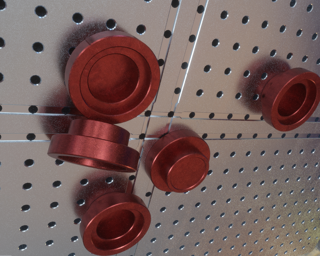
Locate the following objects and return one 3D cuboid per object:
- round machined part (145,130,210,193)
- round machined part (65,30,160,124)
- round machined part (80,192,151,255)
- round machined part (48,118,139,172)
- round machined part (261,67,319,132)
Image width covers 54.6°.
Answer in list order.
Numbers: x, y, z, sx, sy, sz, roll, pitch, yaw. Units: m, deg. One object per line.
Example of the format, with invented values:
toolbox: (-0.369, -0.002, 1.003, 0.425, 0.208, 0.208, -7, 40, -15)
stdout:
round machined part: (0.032, 0.055, 0.451, 0.099, 0.042, 0.097, -14, 124, -21)
round machined part: (-0.053, -0.056, 0.336, 0.099, 0.042, 0.097, -14, 124, -21)
round machined part: (-0.066, 0.131, 0.445, 0.099, 0.042, 0.097, -14, 124, -21)
round machined part: (-0.071, 0.020, 0.349, 0.099, 0.098, 0.042, 21, 72, -36)
round machined part: (0.196, -0.047, 0.477, 0.099, 0.042, 0.097, -14, 124, -21)
